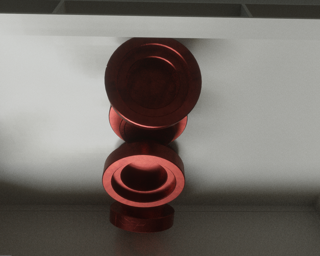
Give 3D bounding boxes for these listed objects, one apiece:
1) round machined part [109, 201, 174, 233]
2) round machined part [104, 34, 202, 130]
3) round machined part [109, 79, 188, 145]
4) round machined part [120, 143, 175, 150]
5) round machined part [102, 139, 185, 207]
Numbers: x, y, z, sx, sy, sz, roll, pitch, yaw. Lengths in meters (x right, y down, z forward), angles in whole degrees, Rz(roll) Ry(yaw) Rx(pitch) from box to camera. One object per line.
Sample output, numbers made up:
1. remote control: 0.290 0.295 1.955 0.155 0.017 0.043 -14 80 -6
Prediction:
1. round machined part: -0.027 0.122 0.476 0.099 0.098 0.042 5 93 -5
2. round machined part: -0.008 -0.046 0.332 0.099 0.097 0.042 5 172 -5
3. round machined part: -0.015 -0.010 0.387 0.099 0.042 0.097 -1 130 0
4. round machined part: -0.021 0.064 0.450 0.099 0.042 0.097 -1 130 0
5. round machined part: -0.019 0.052 0.383 0.099 0.042 0.097 -1 130 0
